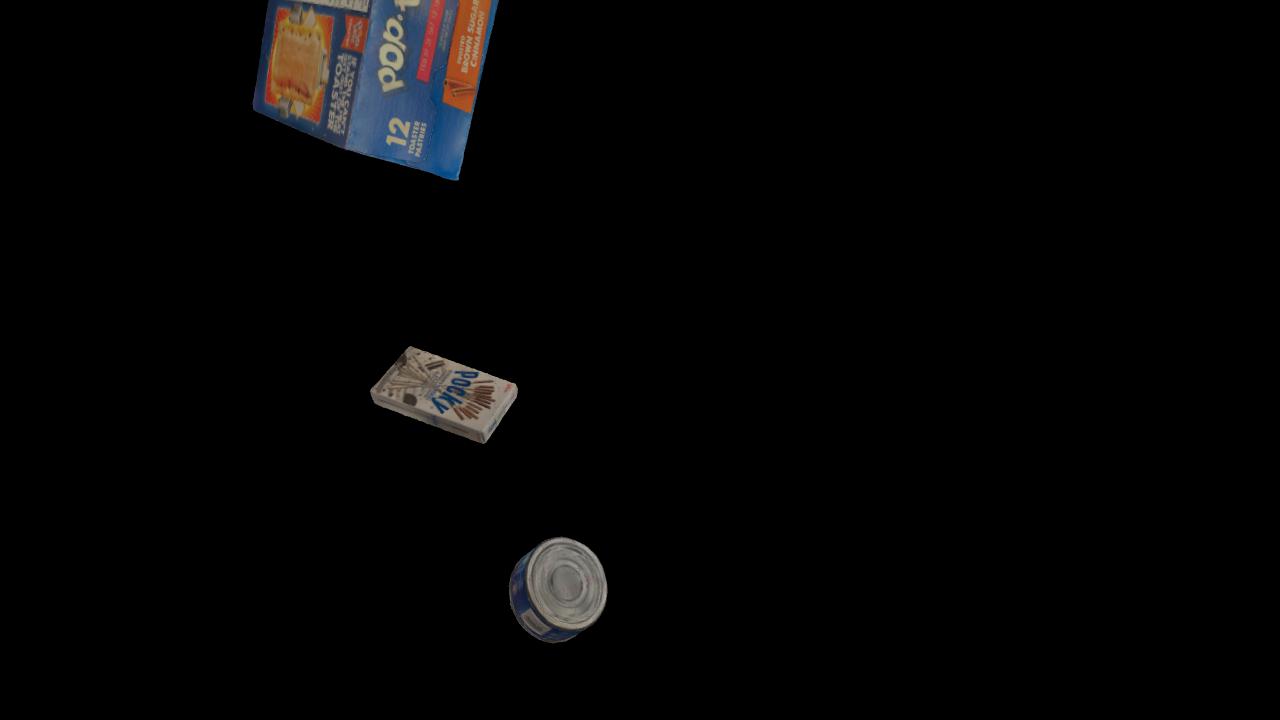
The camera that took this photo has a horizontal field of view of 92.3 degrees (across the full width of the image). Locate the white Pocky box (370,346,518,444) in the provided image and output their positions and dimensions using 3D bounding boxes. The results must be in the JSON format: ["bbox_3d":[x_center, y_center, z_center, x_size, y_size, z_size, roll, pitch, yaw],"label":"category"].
[{"bbox_3d":[-0.237,0.041,0.750,0.154,0.084,0.028,18,-41,10],"label":"white Pocky box"}]

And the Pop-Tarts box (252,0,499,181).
[{"bbox_3d":[-0.171,-0.223,0.402,0.141,0.167,0.083,28,18,34],"label":"Pop-Tarts box"}]

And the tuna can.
[{"bbox_3d":[-0.071,0.202,0.545,0.084,0.084,0.034,0,-34,-41],"label":"tuna can"}]
